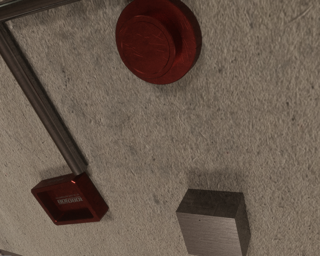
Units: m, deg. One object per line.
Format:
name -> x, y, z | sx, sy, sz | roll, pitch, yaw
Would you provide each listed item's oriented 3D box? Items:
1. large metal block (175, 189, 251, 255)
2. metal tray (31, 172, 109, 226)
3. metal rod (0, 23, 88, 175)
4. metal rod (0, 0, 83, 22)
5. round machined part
large metal block -> 0.077, 0.135, 0.433 | 0.080, 0.050, 0.080 | -2, 118, 29
metal tray -> -0.168, 0.132, 0.570 | 0.130, 0.030, 0.090 | -17, 110, 34
metal rod -> -0.194, -0.056, 0.471 | 0.025, 0.025, 0.299 | -13, 112, 33
metal rod -> -0.087, -0.160, 0.351 | 0.300, 0.025, 0.025 | -1, 118, 28
round machined part -> -0.007, -0.093, 0.341 | 0.098, 0.042, 0.097 | 13, 124, 20
